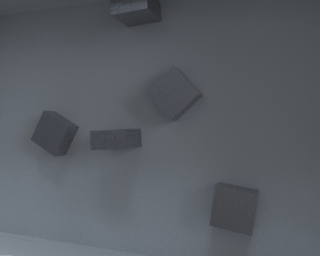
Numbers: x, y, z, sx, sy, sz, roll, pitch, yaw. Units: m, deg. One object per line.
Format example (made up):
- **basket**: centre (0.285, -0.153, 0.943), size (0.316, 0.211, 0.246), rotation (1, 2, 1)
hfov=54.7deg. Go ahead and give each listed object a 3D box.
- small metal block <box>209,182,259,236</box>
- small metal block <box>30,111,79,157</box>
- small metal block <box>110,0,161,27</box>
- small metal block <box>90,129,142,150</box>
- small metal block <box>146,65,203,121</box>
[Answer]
- **small metal block**: centre (0.091, 0.098, 0.378), size (0.050, 0.025, 0.050), rotation (9, 93, 19)
- **small metal block**: centre (-0.158, 0.008, 0.464), size (0.050, 0.025, 0.050), rotation (30, 100, 17)
- **small metal block**: centre (-0.031, -0.157, 0.407), size (0.050, 0.050, 0.025), rotation (-3, 89, 19)
- **small metal block**: centre (-0.058, 0.015, 0.417), size (0.050, 0.050, 0.025), rotation (-3, 89, 19)
- **small metal block**: centre (0.019, -0.044, 0.403), size (0.050, 0.025, 0.050), rotation (-44, 77, 14)
